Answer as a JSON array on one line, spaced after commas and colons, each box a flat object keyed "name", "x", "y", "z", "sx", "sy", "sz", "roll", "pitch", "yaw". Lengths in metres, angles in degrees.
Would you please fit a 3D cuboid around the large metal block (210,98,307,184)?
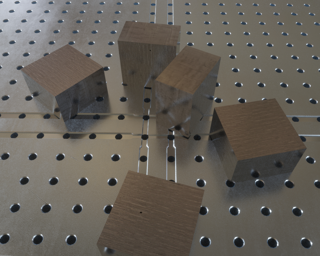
[{"name": "large metal block", "x": 0.114, "y": 0.014, "z": 0.380, "sx": 0.080, "sy": 0.050, "sz": 0.080, "roll": -9, "pitch": 51, "yaw": -8}]

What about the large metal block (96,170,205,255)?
[{"name": "large metal block", "x": -0.006, "y": 0.098, "z": 0.309, "sx": 0.080, "sy": 0.050, "sz": 0.080, "roll": 13, "pitch": 51, "yaw": 11}]

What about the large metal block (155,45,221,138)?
[{"name": "large metal block", "x": 0.036, "y": -0.049, "z": 0.413, "sx": 0.050, "sy": 0.080, "sz": 0.080, "roll": 24, "pitch": 54, "yaw": 19}]

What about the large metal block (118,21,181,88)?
[{"name": "large metal block", "x": -0.014, "y": -0.107, "z": 0.462, "sx": 0.080, "sy": 0.080, "sz": 0.050, "roll": 7, "pitch": 51, "yaw": 6}]

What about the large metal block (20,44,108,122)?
[{"name": "large metal block", "x": -0.135, "y": -0.067, "z": 0.447, "sx": 0.080, "sy": 0.050, "sz": 0.080, "roll": 35, "pitch": 58, "yaw": 26}]
